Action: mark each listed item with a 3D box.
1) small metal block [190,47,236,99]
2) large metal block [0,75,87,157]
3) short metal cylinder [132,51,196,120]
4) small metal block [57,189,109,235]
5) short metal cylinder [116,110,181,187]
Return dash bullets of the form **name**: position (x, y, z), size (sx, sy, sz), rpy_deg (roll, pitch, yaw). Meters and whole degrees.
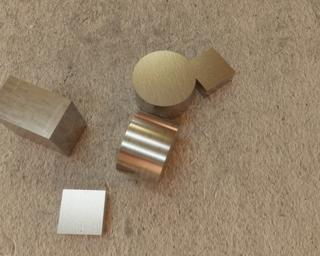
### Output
- **small metal block**: position (0.069, -0.078, 0.437), size (0.050, 0.025, 0.050), rpy_deg (-34, 74, -12)
- **large metal block**: position (-0.146, -0.011, 0.381), size (0.080, 0.080, 0.050), rpy_deg (22, 72, 7)
- **short metal cylinder**: position (0.005, -0.056, 0.415), size (0.081, 0.050, 0.080), rpy_deg (0, 70, 0)
- **small metal block**: position (-0.091, 0.101, 0.370), size (0.050, 0.025, 0.050), rpy_deg (2, 70, 0)
- **short metal cylinder**: position (-0.012, 0.024, 0.370), size (0.050, 0.080, 0.080), rpy_deg (20, 71, 7)
